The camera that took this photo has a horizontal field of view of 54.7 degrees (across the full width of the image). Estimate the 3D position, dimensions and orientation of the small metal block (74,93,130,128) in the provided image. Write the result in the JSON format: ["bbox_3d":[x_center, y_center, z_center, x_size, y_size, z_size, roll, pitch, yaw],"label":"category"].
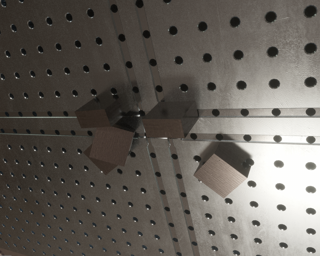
[{"bbox_3d":[-0.077,-0.023,0.419,0.050,0.050,0.025,-2,117,29],"label":"small metal block"}]

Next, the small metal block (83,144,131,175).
[{"bbox_3d":[-0.082,0.038,0.476,0.050,0.025,0.050,47,129,-5],"label":"small metal block"}]

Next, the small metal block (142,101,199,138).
[{"bbox_3d":[0.014,-0.011,0.380,0.050,0.050,0.025,1,119,27],"label":"small metal block"}]

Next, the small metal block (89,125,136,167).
[{"bbox_3d":[-0.066,0.021,0.436,0.050,0.025,0.050,16,98,-1],"label":"small metal block"}]

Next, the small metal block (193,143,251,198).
[{"bbox_3d":[0.080,0.056,0.403,0.050,0.025,0.050,37,129,3],"label":"small metal block"}]
